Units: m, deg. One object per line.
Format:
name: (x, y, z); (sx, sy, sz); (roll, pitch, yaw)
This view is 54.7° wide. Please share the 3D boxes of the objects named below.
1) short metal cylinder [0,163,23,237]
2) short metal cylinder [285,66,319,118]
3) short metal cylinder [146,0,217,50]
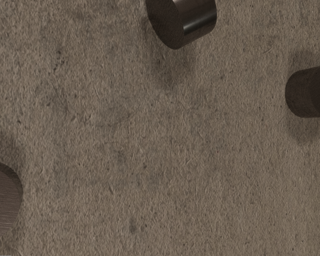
short metal cylinder: (-0.190, 0.076, 0.326); (0.081, 0.050, 0.079); (0, 90, -21)
short metal cylinder: (0.248, -0.056, 0.490); (0.081, 0.050, 0.079); (0, 90, -21)
short metal cylinder: (0.026, -0.147, 0.390); (0.050, 0.080, 0.080); (-32, 101, -17)
